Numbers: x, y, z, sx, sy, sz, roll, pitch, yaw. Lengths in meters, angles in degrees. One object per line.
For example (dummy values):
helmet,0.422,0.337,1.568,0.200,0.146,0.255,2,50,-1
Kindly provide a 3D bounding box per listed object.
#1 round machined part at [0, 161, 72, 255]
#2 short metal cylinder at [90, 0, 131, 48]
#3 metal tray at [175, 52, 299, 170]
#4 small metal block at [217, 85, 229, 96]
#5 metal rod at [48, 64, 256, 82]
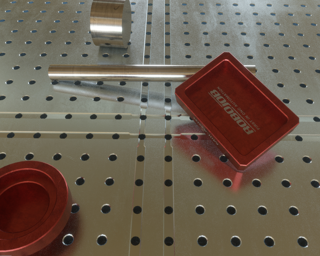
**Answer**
round machined part,-0.142,0.086,0.323,0.099,0.042,0.098,0,50,0
short metal cylinder,-0.080,-0.176,0.519,0.050,0.080,0.080,5,50,4
metal tray,0.093,-0.024,0.390,0.090,0.030,0.130,-38,70,-6
small metal block,0.108,-0.056,0.457,0.050,0.025,0.050,31,56,23
metal rod,-0.017,-0.080,0.455,0.302,0.025,0.025,2,50,9
